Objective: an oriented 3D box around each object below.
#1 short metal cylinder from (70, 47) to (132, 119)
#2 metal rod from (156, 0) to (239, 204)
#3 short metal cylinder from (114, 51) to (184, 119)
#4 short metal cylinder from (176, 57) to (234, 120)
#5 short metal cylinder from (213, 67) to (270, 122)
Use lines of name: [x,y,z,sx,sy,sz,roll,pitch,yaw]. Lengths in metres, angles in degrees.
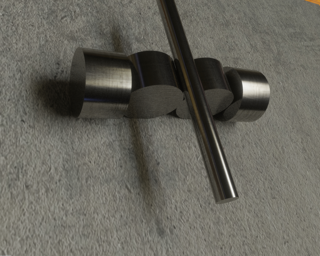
short metal cylinder: [-0.072,-0.051,0.362,0.050,0.080,0.080,1,62,-28]
metal rod: [0.038,-0.057,0.381,0.025,0.025,0.299,1,61,-28]
short metal cylinder: [-0.015,-0.052,0.394,0.081,0.080,0.050,1,62,-28]
short metal cylinder: [0.056,-0.053,0.431,0.081,0.080,0.050,1,62,-28]
short metal cylinder: [0.115,-0.049,0.461,0.050,0.080,0.080,1,62,-28]
